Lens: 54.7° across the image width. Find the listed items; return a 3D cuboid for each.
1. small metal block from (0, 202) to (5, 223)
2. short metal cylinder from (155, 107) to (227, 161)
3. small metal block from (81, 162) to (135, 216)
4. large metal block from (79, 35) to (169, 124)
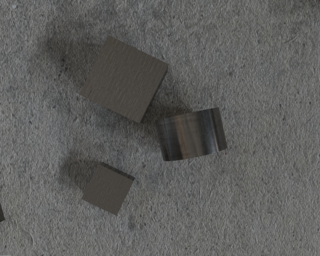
[{"bbox_3d":[-0.241,0.107,0.407,0.050,0.025,0.050,-15,90,-1],"label":"small metal block"},{"bbox_3d":[0.038,0.007,0.383,0.080,0.080,0.050,-12,90,0],"label":"short metal cylinder"},{"bbox_3d":[-0.067,0.079,0.409,0.050,0.025,0.050,26,90,-1],"label":"small metal block"},{"bbox_3d":[-0.043,-0.059,0.397,0.080,0.050,0.080,26,90,-1],"label":"large metal block"}]
